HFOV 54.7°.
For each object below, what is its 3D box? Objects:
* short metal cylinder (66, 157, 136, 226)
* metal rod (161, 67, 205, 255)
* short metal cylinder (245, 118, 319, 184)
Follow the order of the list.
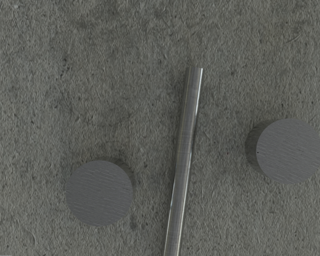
[{"bbox_3d":[-0.073,0.078,0.397,0.081,0.050,0.079,0,90,0],"label":"short metal cylinder"},{"bbox_3d":[0.027,0.070,0.410,0.025,0.025,0.298,7,90,0],"label":"metal rod"},{"bbox_3d":[0.156,0.028,0.399,0.081,0.050,0.079,0,90,0],"label":"short metal cylinder"}]
